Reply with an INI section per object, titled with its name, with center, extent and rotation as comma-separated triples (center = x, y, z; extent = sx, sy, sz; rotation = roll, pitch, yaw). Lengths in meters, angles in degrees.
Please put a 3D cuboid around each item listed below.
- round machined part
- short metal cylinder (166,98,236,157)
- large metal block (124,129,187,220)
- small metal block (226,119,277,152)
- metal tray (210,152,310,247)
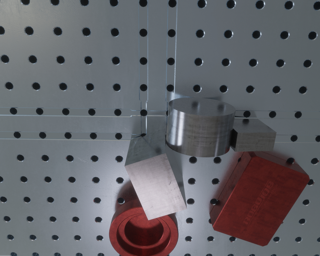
[round machined part]
center = -0.023, 0.145, 0.458
extent = 0.099, 0.042, 0.097
rotation = 0, 110, 0
[short metal cylinder]
center = 0.049, -0.004, 0.383
extent = 0.081, 0.080, 0.050
rotation = 3, 110, -1
[large metal block]
center = -0.004, 0.058, 0.405
extent = 0.050, 0.080, 0.080
rotation = -18, 109, 7
[small metal block]
center = 0.113, 0.008, 0.400
extent = 0.050, 0.050, 0.025
rotation = 0, 111, -10
[metal tray]
center = 0.141, 0.102, 0.449
extent = 0.090, 0.030, 0.129
rotation = 21, 109, -8
